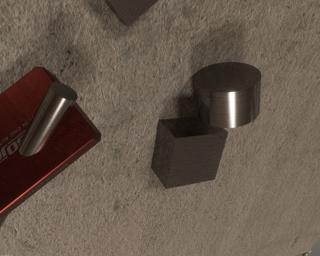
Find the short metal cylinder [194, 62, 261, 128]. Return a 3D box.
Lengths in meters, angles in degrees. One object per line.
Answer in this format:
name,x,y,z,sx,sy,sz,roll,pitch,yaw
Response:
short metal cylinder,0.086,-0.044,0.393,0.081,0.080,0.050,-22,127,-16

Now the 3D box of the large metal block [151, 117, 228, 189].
large metal block,0.039,0.032,0.434,0.081,0.050,0.079,-6,121,-26

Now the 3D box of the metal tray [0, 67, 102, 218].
metal tray,-0.136,0.015,0.303,0.130,0.090,0.030,-39,174,-2

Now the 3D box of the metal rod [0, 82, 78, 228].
metal rod,-0.167,0.077,0.327,0.025,0.025,0.298,19,119,-36

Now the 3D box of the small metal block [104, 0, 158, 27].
small metal block,-0.031,-0.138,0.305,0.050,0.025,0.050,-42,130,0
